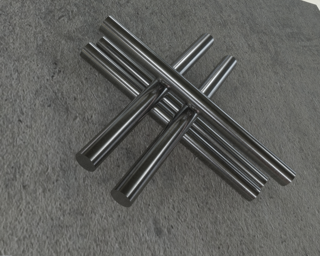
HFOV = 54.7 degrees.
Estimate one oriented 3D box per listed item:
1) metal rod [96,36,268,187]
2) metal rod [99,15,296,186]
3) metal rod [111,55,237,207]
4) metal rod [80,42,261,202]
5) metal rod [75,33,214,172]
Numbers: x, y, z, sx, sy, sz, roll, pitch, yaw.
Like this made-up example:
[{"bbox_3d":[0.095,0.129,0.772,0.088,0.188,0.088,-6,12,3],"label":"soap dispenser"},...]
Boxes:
[{"bbox_3d":[0.030,-0.020,0.435,0.300,0.025,0.025,41,51,-1],"label":"metal rod"},{"bbox_3d":[0.047,-0.033,0.388,0.300,0.025,0.025,40,51,-1],"label":"metal rod"},{"bbox_3d":[0.036,-0.018,0.405,0.025,0.025,0.301,41,51,-1],"label":"metal rod"},{"bbox_3d":[0.014,-0.008,0.419,0.300,0.025,0.025,41,51,-1],"label":"metal rod"},{"bbox_3d":[0.000,-0.054,0.407,0.025,0.025,0.301,41,51,-1],"label":"metal rod"}]
